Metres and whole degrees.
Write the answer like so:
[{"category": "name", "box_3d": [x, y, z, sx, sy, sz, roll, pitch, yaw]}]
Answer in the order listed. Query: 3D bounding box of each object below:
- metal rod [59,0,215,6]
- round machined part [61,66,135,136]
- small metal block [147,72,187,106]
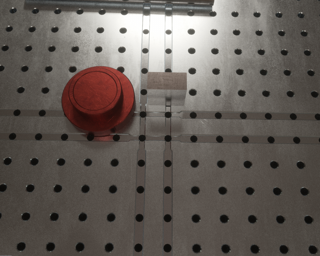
[{"category": "metal rod", "box_3d": [-0.066, -0.212, 0.488, 0.302, 0.025, 0.025, 2, 70, 0]}, {"category": "round machined part", "box_3d": [-0.083, -0.042, 0.417, 0.099, 0.042, 0.098, 0, 70, -1]}, {"category": "small metal block", "box_3d": [0.009, -0.052, 0.418, 0.050, 0.050, 0.025, 1, 70, 0]}]
